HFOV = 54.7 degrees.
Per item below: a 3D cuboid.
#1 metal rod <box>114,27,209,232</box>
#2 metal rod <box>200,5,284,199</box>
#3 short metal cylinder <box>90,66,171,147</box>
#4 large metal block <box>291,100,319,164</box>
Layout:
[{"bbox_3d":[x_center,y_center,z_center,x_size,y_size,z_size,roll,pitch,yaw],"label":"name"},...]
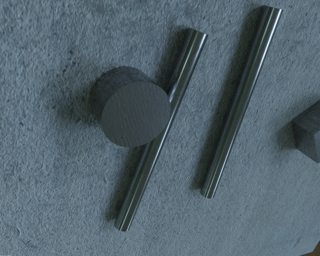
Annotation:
[{"bbox_3d":[-0.006,0.017,0.413,0.025,0.025,0.298,8,115,-32],"label":"metal rod"},{"bbox_3d":[0.111,-0.021,0.454,0.025,0.025,0.298,-1,119,-28],"label":"metal rod"},{"bbox_3d":[-0.035,-0.025,0.356,0.081,0.050,0.079,-14,124,-21],"label":"short metal cylinder"},{"bbox_3d":[0.288,0.003,0.550,0.080,0.050,0.080,-35,129,-5],"label":"large metal block"}]
